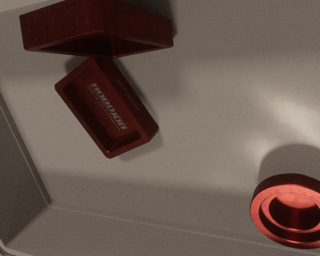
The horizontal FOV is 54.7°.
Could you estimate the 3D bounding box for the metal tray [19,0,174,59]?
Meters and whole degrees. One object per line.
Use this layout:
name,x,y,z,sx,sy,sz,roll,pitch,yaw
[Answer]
metal tray,-0.055,-0.094,0.308,0.090,0.131,0.030,-3,96,29

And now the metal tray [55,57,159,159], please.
metal tray,-0.073,-0.027,0.425,0.090,0.030,0.130,-25,105,36

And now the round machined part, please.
round machined part,0.162,0.093,0.370,0.098,0.042,0.097,13,124,20
